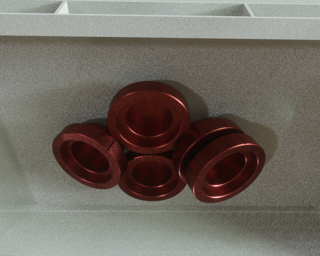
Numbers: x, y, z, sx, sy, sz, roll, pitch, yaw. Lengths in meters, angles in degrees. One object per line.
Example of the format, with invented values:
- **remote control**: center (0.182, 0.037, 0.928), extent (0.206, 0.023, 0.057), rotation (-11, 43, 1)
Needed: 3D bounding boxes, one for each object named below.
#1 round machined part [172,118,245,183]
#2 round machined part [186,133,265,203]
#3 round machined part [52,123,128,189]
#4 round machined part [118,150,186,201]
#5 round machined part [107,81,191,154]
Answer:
- **round machined part**: center (0.061, 0.026, 0.405), extent (0.099, 0.042, 0.097), rotation (-15, 132, -17)
- **round machined part**: center (0.076, 0.044, 0.383), extent (0.099, 0.042, 0.097), rotation (-15, 132, -17)
- **round machined part**: center (-0.087, 0.032, 0.408), extent (0.098, 0.042, 0.097), rotation (13, 132, 16)
- **round machined part**: center (-0.011, 0.059, 0.445), extent (0.099, 0.042, 0.097), rotation (0, 130, 0)
- **round machined part**: center (-0.013, -0.017, 0.380), extent (0.099, 0.042, 0.097), rotation (0, 130, 0)
